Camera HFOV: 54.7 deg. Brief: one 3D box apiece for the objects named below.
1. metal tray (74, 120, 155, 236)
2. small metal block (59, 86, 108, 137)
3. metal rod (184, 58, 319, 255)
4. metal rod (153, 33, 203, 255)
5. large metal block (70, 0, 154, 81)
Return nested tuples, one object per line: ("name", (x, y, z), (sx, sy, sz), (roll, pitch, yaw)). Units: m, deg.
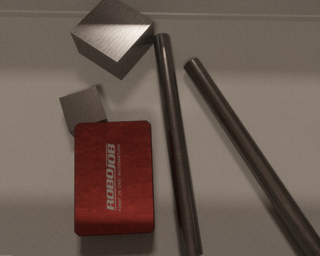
("metal tray", (-0.054, 0.058, 0.372), (0.091, 0.030, 0.129), (-2, 81, -1))
("small metal block", (-0.101, -0.022, 0.416), (0.050, 0.025, 0.050), (-19, 71, -7))
("metal rod", (0.117, 0.032, 0.399), (0.025, 0.025, 0.299), (-27, 73, -10))
("metal rod", (0.020, 0.007, 0.407), (0.025, 0.025, 0.299), (-6, 70, -3))
("large metal block", (-0.065, -0.129, 0.443), (0.080, 0.050, 0.080), (34, 73, 11))
